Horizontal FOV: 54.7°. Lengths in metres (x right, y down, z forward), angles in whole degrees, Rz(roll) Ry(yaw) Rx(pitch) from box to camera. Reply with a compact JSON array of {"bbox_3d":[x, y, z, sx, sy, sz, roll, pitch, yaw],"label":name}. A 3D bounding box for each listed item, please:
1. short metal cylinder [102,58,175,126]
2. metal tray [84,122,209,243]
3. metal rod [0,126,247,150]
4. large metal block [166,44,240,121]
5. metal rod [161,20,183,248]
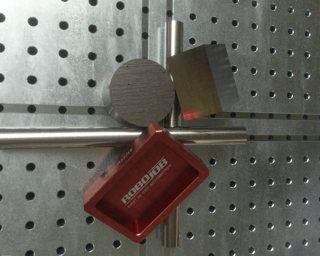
[{"bbox_3d":[-0.028,-0.042,0.388,0.081,0.050,0.079,0,90,-20],"label":"short metal cylinder"},{"bbox_3d":[-0.017,0.068,0.376,0.090,0.030,0.130,41,98,-22],"label":"metal tray"},{"bbox_3d":[-0.036,0.011,0.382,0.302,0.025,0.025,0,90,-13],"label":"metal rod"},{"bbox_3d":[0.059,-0.061,0.400,0.080,0.050,0.080,-27,102,-58],"label":"large metal block"},{"bbox_3d":[0.017,0.008,0.419,0.025,0.025,0.298,1,90,-20],"label":"metal rod"}]
